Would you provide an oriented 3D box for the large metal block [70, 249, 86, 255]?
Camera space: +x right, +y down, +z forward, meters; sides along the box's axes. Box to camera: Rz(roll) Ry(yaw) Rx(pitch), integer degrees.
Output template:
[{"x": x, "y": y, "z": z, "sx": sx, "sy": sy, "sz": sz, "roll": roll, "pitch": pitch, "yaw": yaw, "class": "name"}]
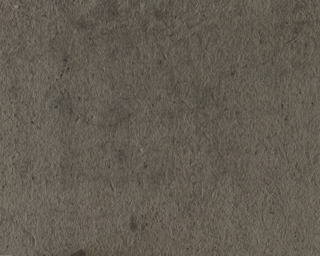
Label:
[{"x": -0.121, "y": 0.219, "z": 0.397, "sx": 0.080, "sy": 0.050, "sz": 0.080, "roll": -30, "pitch": 90, "yaw": 0, "class": "large metal block"}]
